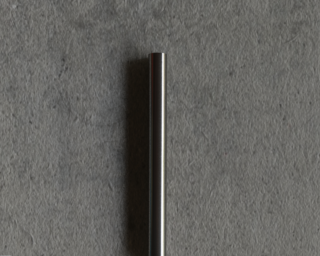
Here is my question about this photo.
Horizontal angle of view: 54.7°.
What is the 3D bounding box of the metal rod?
[{"bbox_3d":[-0.004,0.052,0.409,0.025,0.025,0.298,0,90,-1],"label":"metal rod"}]
